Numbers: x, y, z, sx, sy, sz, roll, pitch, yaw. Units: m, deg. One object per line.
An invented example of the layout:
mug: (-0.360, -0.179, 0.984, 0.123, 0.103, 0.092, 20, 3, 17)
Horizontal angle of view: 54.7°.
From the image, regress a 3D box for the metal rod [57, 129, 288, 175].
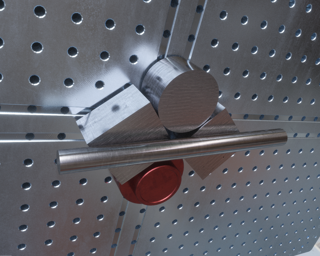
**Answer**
metal rod: (0.035, 0.023, 0.373, 0.303, 0.025, 0.025, -4, 121, -26)

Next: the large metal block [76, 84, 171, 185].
large metal block: (-0.039, 0.008, 0.374, 0.080, 0.050, 0.080, -35, 131, -6)

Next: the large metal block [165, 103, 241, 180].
large metal block: (0.060, 0.012, 0.427, 0.080, 0.050, 0.080, -40, 130, 0)

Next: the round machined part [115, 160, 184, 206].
round machined part: (-0.009, 0.069, 0.433, 0.099, 0.042, 0.097, -14, 124, -21)

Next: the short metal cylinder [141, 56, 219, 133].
short metal cylinder: (0.024, -0.041, 0.378, 0.081, 0.050, 0.079, -14, 124, -21)
